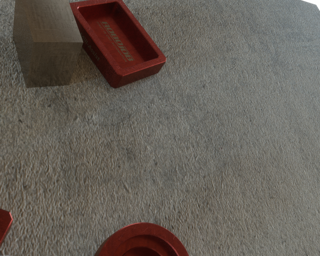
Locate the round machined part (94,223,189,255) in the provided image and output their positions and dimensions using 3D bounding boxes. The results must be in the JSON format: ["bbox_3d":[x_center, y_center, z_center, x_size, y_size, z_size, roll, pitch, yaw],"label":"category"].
[{"bbox_3d":[-0.020,0.144,0.295,0.099,0.042,0.098,14,56,-21],"label":"round machined part"}]

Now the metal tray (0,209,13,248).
[{"bbox_3d":[-0.185,0.113,0.231,0.090,0.030,0.130,25,53,-13],"label":"metal tray"}]

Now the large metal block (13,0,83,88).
[{"bbox_3d":[-0.134,-0.104,0.360,0.050,0.080,0.080,-9,67,-33],"label":"large metal block"}]

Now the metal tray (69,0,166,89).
[{"bbox_3d":[-0.063,-0.126,0.444,0.091,0.030,0.130,-28,77,-38],"label":"metal tray"}]
